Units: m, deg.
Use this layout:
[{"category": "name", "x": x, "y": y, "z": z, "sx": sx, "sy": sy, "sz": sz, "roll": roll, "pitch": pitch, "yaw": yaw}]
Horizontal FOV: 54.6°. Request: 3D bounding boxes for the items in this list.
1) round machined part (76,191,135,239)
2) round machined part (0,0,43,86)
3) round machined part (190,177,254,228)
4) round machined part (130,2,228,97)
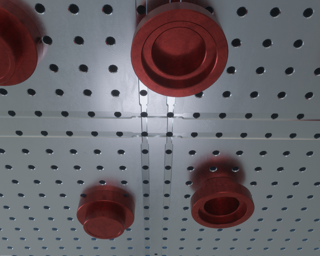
[{"category": "round machined part", "x": -0.093, "y": 0.154, "z": 0.531, "sx": 0.099, "sy": 0.042, "sz": 0.097, "roll": 0, "pitch": 130, "yaw": 0}, {"category": "round machined part", "x": -0.180, "y": -0.085, "z": 0.327, "sx": 0.099, "sy": 0.042, "sz": 0.097, "roll": 0, "pitch": 130, "yaw": 0}, {"category": "round machined part", "x": 0.098, "y": 0.117, "z": 0.501, "sx": 0.099, "sy": 0.042, "sz": 0.097, "roll": 0, "pitch": 130, "yaw": 0}, {"category": "round machined part", "x": 0.019, "y": -0.084, "z": 0.329, "sx": 0.099, "sy": 0.042, "sz": 0.097, "roll": 0, "pitch": 130, "yaw": 0}]
